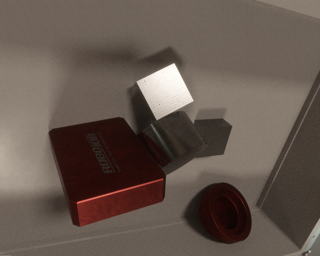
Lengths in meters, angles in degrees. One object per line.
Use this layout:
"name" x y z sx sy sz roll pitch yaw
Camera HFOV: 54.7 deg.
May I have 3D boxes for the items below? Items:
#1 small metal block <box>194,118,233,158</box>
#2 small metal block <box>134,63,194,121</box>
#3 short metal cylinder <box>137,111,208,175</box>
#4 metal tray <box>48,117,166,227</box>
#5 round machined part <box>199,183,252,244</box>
"small metal block" 0.074 0.015 0.460 0.050 0.025 0.050 -4 120 -27
"small metal block" 0.004 -0.042 0.371 0.050 0.025 0.050 -28 95 -11
"short metal cylinder" 0.012 0.022 0.391 0.080 0.050 0.080 -30 164 -9
"metal tray" -0.061 0.037 0.331 0.091 0.130 0.030 -12 124 -23
"round machined part" 0.105 0.145 0.523 0.099 0.098 0.042 14 144 -34
